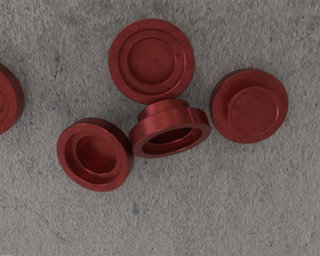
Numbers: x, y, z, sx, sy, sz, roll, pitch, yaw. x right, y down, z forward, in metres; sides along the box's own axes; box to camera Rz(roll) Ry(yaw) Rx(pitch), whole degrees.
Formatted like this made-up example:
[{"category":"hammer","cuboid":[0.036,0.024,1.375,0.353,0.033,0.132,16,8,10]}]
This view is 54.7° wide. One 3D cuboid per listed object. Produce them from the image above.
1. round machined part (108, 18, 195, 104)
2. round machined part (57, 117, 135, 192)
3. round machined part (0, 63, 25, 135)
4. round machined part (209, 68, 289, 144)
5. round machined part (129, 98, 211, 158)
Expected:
[{"category":"round machined part","cuboid":[-0.010,-0.080,0.371,0.099,0.042,0.097,0,110,0]},{"category":"round machined part","cuboid":[-0.079,0.031,0.402,0.098,0.042,0.097,7,116,14]},{"category":"round machined part","cuboid":[-0.217,-0.040,0.384,0.099,0.042,0.097,0,110,0]},{"category":"round machined part","cuboid":[0.114,-0.024,0.393,0.099,0.042,0.097,0,110,0]},{"category":"round machined part","cuboid":[0.010,-0.001,0.381,0.098,0.098,0.042,-19,67,7]}]
